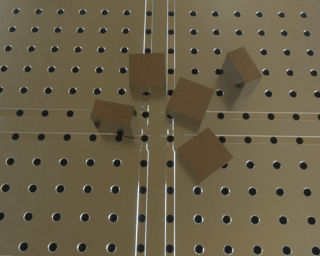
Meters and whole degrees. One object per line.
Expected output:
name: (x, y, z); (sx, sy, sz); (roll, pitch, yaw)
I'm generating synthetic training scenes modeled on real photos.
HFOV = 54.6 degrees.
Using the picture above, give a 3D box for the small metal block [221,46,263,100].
small metal block: (0.110, -0.074, 0.426); (0.025, 0.050, 0.050); (-22, 72, -8)

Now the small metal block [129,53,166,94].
small metal block: (-0.018, -0.078, 0.440); (0.050, 0.025, 0.050); (-2, 70, -1)

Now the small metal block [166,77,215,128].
small metal block: (0.041, -0.035, 0.425); (0.050, 0.025, 0.050); (22, 71, 8)

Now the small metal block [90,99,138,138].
small metal block: (-0.058, -0.011, 0.402); (0.050, 0.050, 0.025); (11, 71, 4)

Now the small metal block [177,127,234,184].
small metal block: (0.057, 0.036, 0.399); (0.050, 0.025, 0.050); (-34, 74, -12)
